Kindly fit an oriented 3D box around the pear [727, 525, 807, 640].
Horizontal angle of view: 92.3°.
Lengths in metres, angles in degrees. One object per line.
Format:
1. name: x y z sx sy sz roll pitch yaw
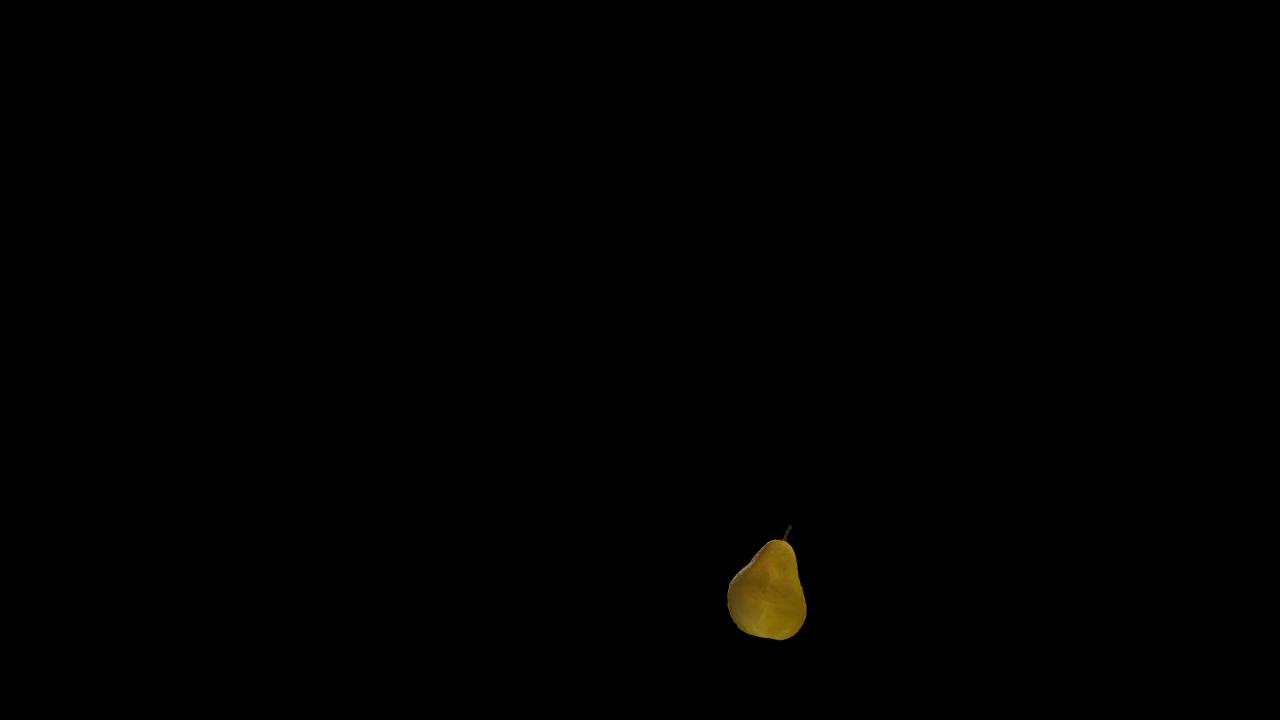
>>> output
1. pear: 0.132 0.220 0.620 0.080 0.111 0.080 12 -14 3
